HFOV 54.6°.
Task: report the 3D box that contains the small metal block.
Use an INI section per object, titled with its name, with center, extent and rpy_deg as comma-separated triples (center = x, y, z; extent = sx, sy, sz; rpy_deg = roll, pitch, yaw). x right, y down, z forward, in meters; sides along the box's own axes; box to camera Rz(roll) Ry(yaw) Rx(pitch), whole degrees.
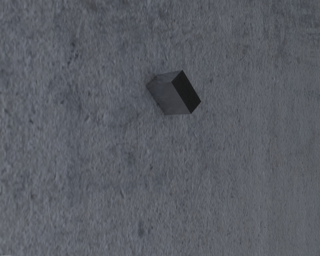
[small metal block]
center = 0.017, -0.044, 0.402
extent = 0.025, 0.050, 0.050
rpy_deg = -50, 120, -28
